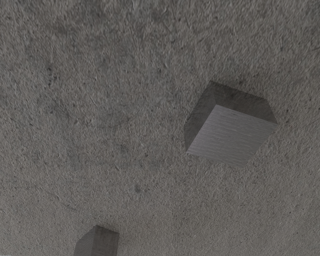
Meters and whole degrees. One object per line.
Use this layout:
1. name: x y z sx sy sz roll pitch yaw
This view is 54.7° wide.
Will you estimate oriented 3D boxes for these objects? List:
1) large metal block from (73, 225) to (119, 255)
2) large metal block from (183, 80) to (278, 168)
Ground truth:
1. large metal block: -0.122 0.241 0.575 0.050 0.080 0.080 30 124 -23
2. large metal block: 0.084 -0.003 0.389 0.081 0.050 0.079 16 128 -14
